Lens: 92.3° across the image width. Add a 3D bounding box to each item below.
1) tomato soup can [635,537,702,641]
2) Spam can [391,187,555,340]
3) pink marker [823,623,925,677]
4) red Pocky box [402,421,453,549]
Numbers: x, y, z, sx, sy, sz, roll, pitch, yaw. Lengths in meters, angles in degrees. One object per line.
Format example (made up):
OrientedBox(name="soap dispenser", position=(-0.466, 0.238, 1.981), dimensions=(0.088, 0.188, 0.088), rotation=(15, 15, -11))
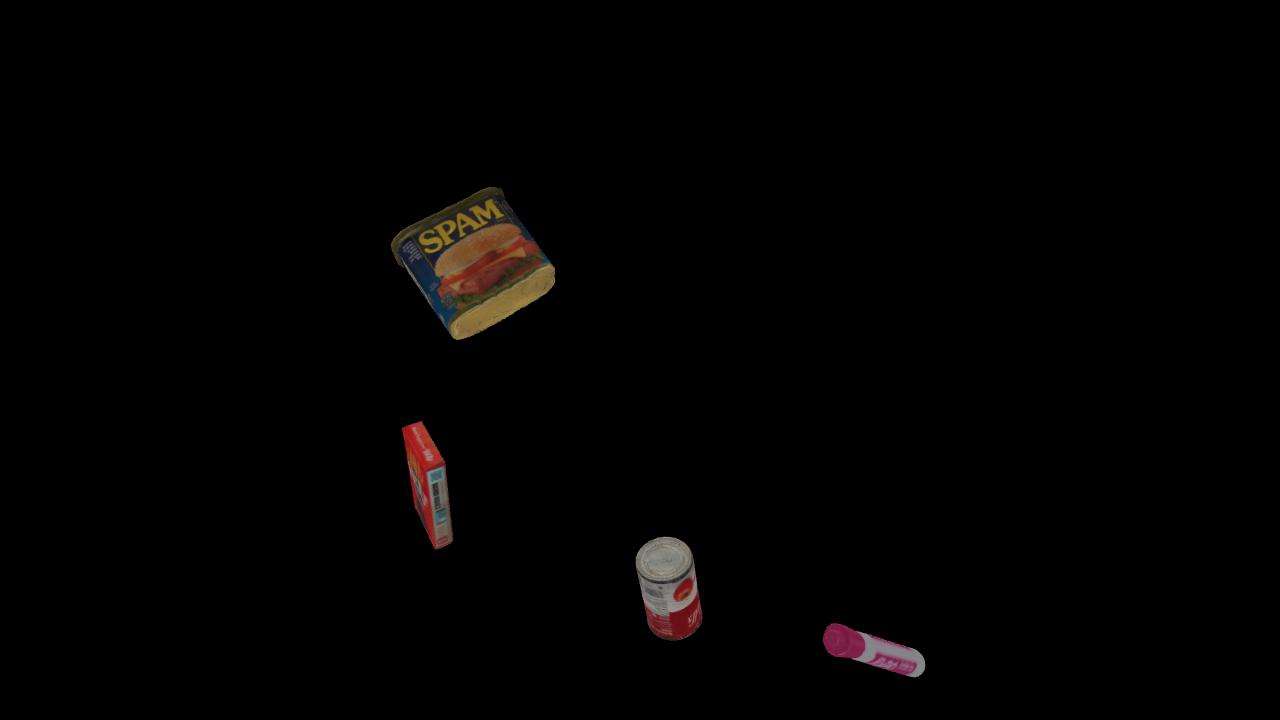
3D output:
OrientedBox(name="tomato soup can", position=(0.034, 0.264, 0.714), dimensions=(0.068, 0.101, 0.068), rotation=(-8, 29, 4))
OrientedBox(name="Spam can", position=(-0.132, -0.077, 0.498), dimensions=(0.101, 0.085, 0.058), rotation=(-33, -10, -17))
OrientedBox(name="pink marker", position=(0.155, 0.191, 0.403), dimensions=(0.020, 0.020, 0.121), rotation=(0, -25, 47))
OrientedBox(name="red Pocky box", position=(-0.268, 0.160, 0.779), dimensions=(0.028, 0.155, 0.083), rotation=(-17, 43, -30))
